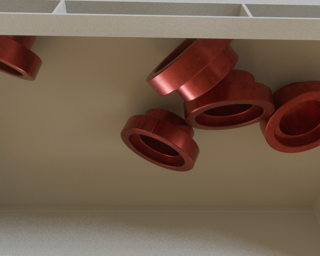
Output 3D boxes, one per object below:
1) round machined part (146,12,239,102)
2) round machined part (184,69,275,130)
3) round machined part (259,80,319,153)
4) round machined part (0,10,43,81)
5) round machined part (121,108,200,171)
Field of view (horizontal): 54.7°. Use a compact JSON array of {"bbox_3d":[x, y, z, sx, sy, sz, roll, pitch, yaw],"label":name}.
[{"bbox_3d":[0.037,-0.064,0.303,0.098,0.098,0.042,-36,105,26],"label":"round machined part"},{"bbox_3d":[0.076,-0.032,0.353,0.099,0.042,0.098,-4,162,-1],"label":"round machined part"},{"bbox_3d":[0.171,-0.018,0.381,0.099,0.042,0.097,-4,132,-5],"label":"round machined part"},{"bbox_3d":[-0.162,-0.086,0.299,0.099,0.098,0.042,23,82,-19],"label":"round machined part"},{"bbox_3d":[0.004,0.012,0.389,0.098,0.042,0.098,22,155,11],"label":"round machined part"}]
